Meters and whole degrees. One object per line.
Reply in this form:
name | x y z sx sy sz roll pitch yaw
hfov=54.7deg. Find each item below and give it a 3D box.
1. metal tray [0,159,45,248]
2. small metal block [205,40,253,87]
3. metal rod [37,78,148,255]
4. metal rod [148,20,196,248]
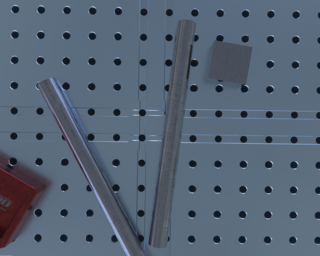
metal tray | -0.234 0.085 0.407 0.130 0.030 0.090 30 90 -1
small metal block | 0.091 -0.085 0.415 0.050 0.025 0.050 10 90 -1
metal rod | -0.082 0.072 0.412 0.025 0.025 0.299 -27 90 0
metal rod | 0.016 0.007 0.413 0.025 0.025 0.298 8 90 -1
